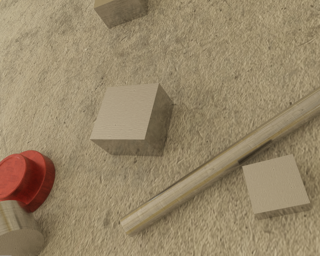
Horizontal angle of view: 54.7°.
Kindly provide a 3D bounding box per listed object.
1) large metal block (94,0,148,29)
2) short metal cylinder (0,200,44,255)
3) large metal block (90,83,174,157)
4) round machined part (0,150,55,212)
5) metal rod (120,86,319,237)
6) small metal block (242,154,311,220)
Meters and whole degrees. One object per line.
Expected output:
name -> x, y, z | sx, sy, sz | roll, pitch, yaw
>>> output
large metal block -> -0.069, -0.240, 0.570 | 0.080, 0.050, 0.080 | -12, 57, 21
short metal cylinder -> -0.193, 0.137, 0.383 | 0.080, 0.080, 0.050 | -45, 51, -3
large metal block -> -0.035, -0.010, 0.411 | 0.080, 0.050, 0.080 | -1, 61, 27
round machined part -> -0.207, 0.076, 0.452 | 0.098, 0.042, 0.098 | -13, 56, 20
metal rod -> 0.086, 0.028, 0.340 | 0.300, 0.025, 0.025 | -34, 52, 5
small metal block -> 0.115, 0.059, 0.307 | 0.050, 0.025, 0.050 | -17, 55, 18
